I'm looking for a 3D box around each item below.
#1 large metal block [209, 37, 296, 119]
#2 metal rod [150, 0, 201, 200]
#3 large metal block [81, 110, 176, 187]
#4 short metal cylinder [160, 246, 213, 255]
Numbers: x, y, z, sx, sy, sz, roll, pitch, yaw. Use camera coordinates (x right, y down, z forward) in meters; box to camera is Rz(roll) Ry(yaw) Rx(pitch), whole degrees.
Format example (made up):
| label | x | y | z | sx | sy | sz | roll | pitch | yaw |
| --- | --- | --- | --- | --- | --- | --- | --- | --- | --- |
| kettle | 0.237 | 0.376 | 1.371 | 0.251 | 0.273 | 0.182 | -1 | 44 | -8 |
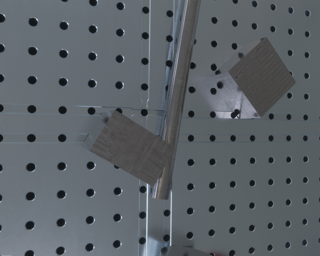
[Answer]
| label | x | y | z | sx | sy | sz | roll | pitch | yaw |
| --- | --- | --- | --- | --- | --- | --- | --- | --- | --- |
| large metal block | 0.134 | -0.070 | 0.448 | 0.080 | 0.050 | 0.080 | -42 | 104 | -15 |
| metal rod | 0.024 | -0.054 | 0.420 | 0.025 | 0.025 | 0.298 | 11 | 86 | -20 |
| large metal block | -0.041 | 0.022 | 0.368 | 0.080 | 0.080 | 0.050 | 33 | 80 | -17 |
| short metal cylinder | 0.035 | 0.191 | 0.397 | 0.081 | 0.080 | 0.050 | 13 | 86 | -20 |
